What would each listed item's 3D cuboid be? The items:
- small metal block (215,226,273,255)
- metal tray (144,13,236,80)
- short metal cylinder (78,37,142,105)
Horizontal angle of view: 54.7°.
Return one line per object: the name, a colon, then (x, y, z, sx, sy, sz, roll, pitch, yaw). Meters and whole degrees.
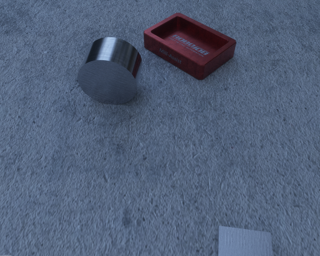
small metal block: (0.080, 0.126, 0.298, 0.050, 0.025, 0.050, 6, 50, 5)
metal tray: (0.048, -0.141, 0.518, 0.130, 0.030, 0.090, 37, 59, 26)
short metal cylinder: (-0.068, -0.078, 0.433, 0.080, 0.080, 0.050, 4, 50, 3)
